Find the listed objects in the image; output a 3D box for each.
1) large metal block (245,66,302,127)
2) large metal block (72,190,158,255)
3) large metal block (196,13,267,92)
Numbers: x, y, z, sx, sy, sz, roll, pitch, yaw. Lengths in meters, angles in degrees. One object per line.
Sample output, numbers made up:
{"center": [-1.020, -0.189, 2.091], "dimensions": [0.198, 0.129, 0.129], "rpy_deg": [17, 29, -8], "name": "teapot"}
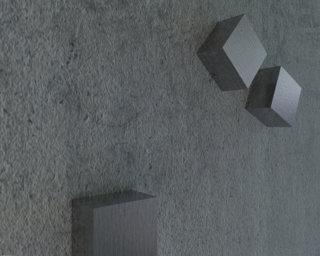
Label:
{"center": [0.206, -0.054, 0.561], "dimensions": [0.080, 0.050, 0.080], "rpy_deg": [30, 71, -36], "name": "large metal block"}
{"center": [-0.050, 0.118, 0.347], "dimensions": [0.081, 0.050, 0.080], "rpy_deg": [0, 90, -40], "name": "large metal block"}
{"center": [0.114, -0.115, 0.483], "dimensions": [0.080, 0.050, 0.080], "rpy_deg": [49, 61, -29], "name": "large metal block"}
